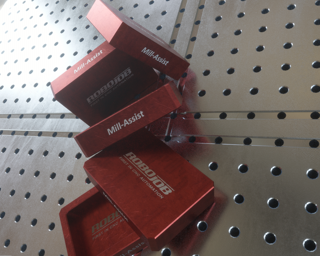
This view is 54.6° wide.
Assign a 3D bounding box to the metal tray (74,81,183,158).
[{"bbox_3d":[-0.035,-0.015,0.398,0.130,0.030,0.090,-28,7,10],"label":"metal tray"}]

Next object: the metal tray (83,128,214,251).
[{"bbox_3d":[-0.015,0.060,0.352,0.090,0.030,0.130,-35,51,-23],"label":"metal tray"}]

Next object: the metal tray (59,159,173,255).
[{"bbox_3d":[-0.052,0.105,0.368,0.130,0.030,0.090,-34,51,5],"label":"metal tray"}]

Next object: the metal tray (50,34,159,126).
[{"bbox_3d":[-0.077,-0.068,0.449,0.130,0.090,0.030,-36,51,4],"label":"metal tray"}]

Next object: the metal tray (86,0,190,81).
[{"bbox_3d":[-0.027,-0.119,0.428,0.030,0.131,0.090,-53,49,17],"label":"metal tray"}]
